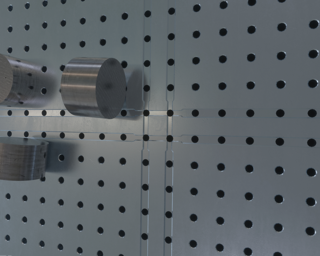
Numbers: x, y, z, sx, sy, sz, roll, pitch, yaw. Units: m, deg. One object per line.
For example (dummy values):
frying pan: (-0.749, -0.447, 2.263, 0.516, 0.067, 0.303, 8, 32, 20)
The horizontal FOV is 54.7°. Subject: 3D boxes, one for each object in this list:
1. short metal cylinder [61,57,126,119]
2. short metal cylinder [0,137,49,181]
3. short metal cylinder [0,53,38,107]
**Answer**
short metal cylinder: (-0.086, -0.054, 0.414, 0.050, 0.080, 0.079, 6, 92, 20)
short metal cylinder: (-0.210, 0.044, 0.457, 0.080, 0.080, 0.050, 8, 93, 20)
short metal cylinder: (-0.242, -0.073, 0.485, 0.080, 0.050, 0.079, 0, 90, 20)
